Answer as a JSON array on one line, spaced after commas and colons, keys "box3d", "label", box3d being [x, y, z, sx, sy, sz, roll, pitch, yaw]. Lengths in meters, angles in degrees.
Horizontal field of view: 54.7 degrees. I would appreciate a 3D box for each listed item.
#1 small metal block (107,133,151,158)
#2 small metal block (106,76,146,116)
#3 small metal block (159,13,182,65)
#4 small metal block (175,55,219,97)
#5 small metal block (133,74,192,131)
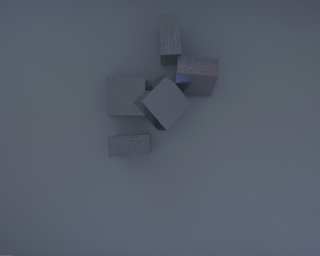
[{"box3d": [-0.037, 0.021, 0.398, 0.050, 0.050, 0.025, -4, 90, 0], "label": "small metal block"}, {"box3d": [-0.044, -0.041, 0.411, 0.050, 0.025, 0.050, 1, 90, 0], "label": "small metal block"}, {"box3d": [0.012, -0.112, 0.398, 0.025, 0.050, 0.050, -3, 88, 0], "label": "small metal block"}, {"box3d": [0.045, -0.065, 0.396, 0.050, 0.050, 0.025, 5, 67, 0], "label": "small metal block"}, {"box3d": [0.004, -0.032, 0.396, 0.050, 0.025, 0.050, -47, 110, -19], "label": "small metal block"}]
